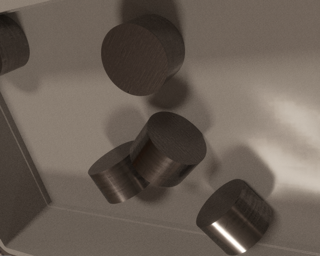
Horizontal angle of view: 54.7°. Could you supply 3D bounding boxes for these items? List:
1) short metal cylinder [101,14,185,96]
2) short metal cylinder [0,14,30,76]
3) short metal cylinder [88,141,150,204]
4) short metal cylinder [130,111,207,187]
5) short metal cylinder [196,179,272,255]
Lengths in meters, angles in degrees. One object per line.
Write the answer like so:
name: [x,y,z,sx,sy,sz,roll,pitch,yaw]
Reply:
short metal cylinder: [-0.018,-0.083,0.350,0.080,0.050,0.079,13,124,20]
short metal cylinder: [-0.237,-0.117,0.442,0.080,0.050,0.079,13,124,20]
short metal cylinder: [-0.053,0.061,0.437,0.080,0.080,0.050,-20,108,35]
short metal cylinder: [0.010,0.026,0.383,0.080,0.080,0.050,38,129,2]
short metal cylinder: [0.092,0.111,0.393,0.050,0.080,0.080,45,129,-3]
